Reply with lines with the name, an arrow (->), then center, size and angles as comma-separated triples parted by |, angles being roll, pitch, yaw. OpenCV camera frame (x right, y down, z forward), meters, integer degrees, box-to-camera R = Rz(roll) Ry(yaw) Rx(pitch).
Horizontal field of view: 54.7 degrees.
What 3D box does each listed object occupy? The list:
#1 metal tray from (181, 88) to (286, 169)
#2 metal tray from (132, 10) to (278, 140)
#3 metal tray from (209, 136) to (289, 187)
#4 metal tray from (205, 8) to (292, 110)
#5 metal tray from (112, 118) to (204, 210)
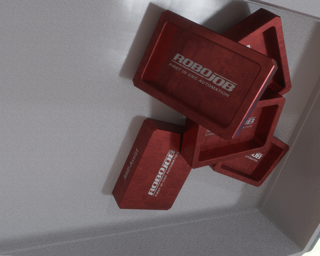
metal tray -> 0.096, -0.001, 0.413 | 0.131, 0.030, 0.089 | -10, 127, -23
metal tray -> 0.044, -0.058, 0.332 | 0.030, 0.130, 0.089 | -13, 132, -64
metal tray -> 0.145, 0.042, 0.509 | 0.131, 0.030, 0.090 | 23, 106, -37
metal tray -> 0.120, -0.077, 0.410 | 0.090, 0.030, 0.130 | -34, 135, 1
metal tray -> -0.002, 0.056, 0.439 | 0.091, 0.030, 0.129 | 12, 112, -34
